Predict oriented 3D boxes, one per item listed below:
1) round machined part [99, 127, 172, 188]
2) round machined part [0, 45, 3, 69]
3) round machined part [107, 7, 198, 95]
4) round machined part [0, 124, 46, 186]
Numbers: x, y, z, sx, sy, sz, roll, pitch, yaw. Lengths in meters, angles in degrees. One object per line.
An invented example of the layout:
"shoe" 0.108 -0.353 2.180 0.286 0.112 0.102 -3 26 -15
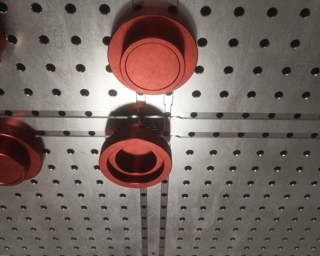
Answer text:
"round machined part" -0.033 0.037 0.432 0.099 0.042 0.097 -1 130 0
"round machined part" -0.216 -0.087 0.323 0.099 0.042 0.097 -1 130 0
"round machined part" -0.008 -0.075 0.336 0.099 0.042 0.097 -1 130 0
"round machined part" -0.218 0.045 0.435 0.099 0.042 0.097 -1 130 0
